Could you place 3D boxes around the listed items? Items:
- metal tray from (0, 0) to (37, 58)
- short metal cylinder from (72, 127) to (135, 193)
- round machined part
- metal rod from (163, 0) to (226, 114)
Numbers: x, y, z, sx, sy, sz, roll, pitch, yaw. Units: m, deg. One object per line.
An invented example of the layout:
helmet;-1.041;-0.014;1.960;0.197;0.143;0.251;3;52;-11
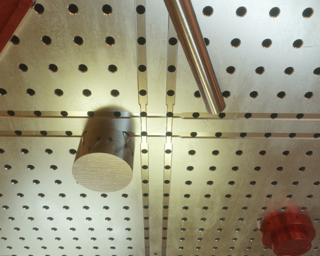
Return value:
metal tray;-0.192;-0.115;0.308;0.090;0.030;0.130;35;122;-26
short metal cylinder;-0.077;0.045;0.433;0.081;0.050;0.079;0;130;0
round machined part;0.240;0.206;0.578;0.099;0.042;0.097;0;130;0
metal rod;0.014;-0.131;0.300;0.025;0.025;0.299;-17;128;14
